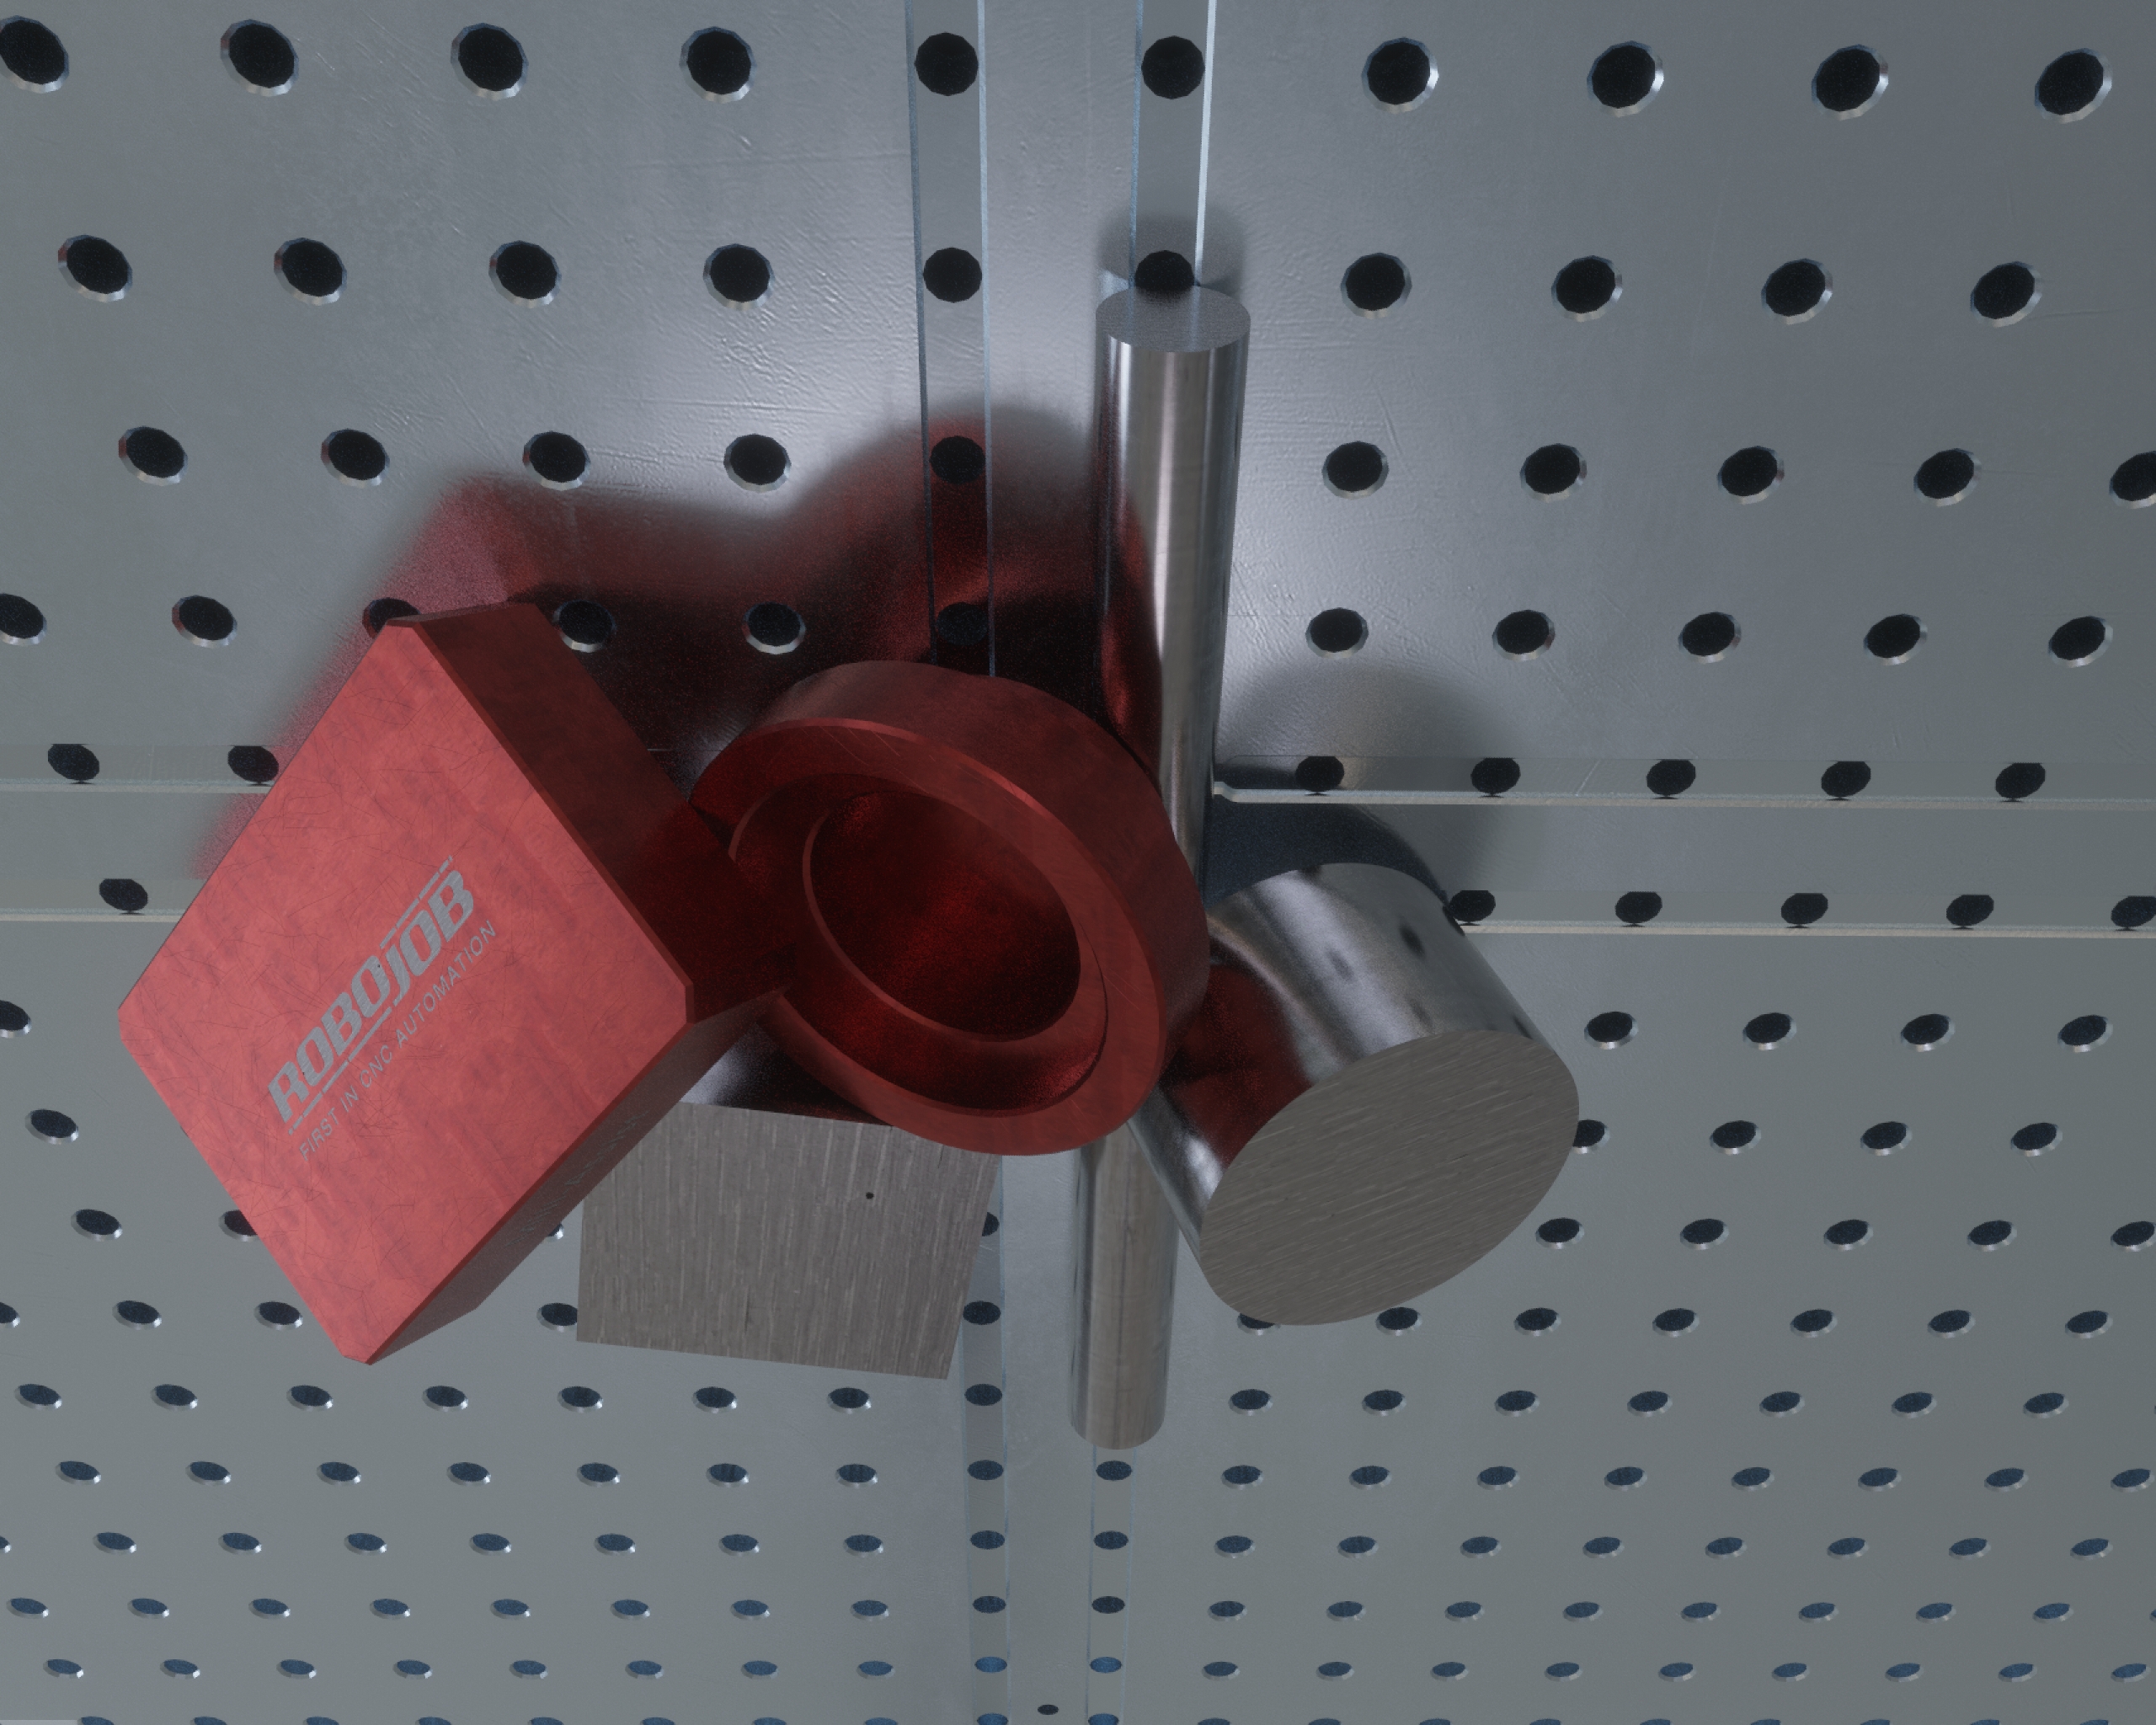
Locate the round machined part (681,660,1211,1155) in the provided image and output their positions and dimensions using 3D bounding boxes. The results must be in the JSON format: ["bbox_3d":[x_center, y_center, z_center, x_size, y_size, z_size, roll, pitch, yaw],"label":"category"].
[{"bbox_3d":[-0.020,0.004,0.387,0.098,0.042,0.097,16,132,19],"label":"round machined part"}]

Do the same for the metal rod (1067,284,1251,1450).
[{"bbox_3d":[0.013,0.025,0.434,0.025,0.025,0.298,1,130,-1],"label":"metal rod"}]

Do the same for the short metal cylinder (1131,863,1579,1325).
[{"bbox_3d":[0.052,0.047,0.418,0.081,0.050,0.079,-14,132,-15],"label":"short metal cylinder"}]

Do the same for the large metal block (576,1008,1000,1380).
[{"bbox_3d":[-0.061,0.063,0.448,0.081,0.050,0.079,8,130,-7],"label":"large metal block"}]

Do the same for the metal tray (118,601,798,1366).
[{"bbox_3d":[-0.122,0.025,0.396,0.129,0.030,0.090,-44,80,30],"label":"metal tray"}]
